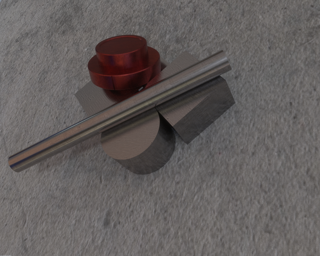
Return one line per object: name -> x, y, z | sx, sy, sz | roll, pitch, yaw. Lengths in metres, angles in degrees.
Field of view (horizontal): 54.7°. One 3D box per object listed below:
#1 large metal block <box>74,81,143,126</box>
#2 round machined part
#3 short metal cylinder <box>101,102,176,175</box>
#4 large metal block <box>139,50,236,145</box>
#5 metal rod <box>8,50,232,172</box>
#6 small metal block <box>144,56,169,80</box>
large metal block -> -0.063, -0.039, 0.443 | 0.080, 0.050, 0.080 | -41, 51, 0
round machined part -> -0.049, -0.094, 0.420 | 0.099, 0.042, 0.098 | -4, 37, 3
short metal cylinder -> -0.027, 0.013, 0.393 | 0.080, 0.050, 0.080 | -13, 56, 20
large metal block -> 0.034, -0.040, 0.395 | 0.080, 0.050, 0.080 | -41, 51, 0
metal rod -> -0.058, -0.015, 0.379 | 0.301, 0.025, 0.025 | -25, 53, 12
small metal block -> -0.001, -0.068, 0.445 | 0.050, 0.025, 0.050 | -40, 51, 0
